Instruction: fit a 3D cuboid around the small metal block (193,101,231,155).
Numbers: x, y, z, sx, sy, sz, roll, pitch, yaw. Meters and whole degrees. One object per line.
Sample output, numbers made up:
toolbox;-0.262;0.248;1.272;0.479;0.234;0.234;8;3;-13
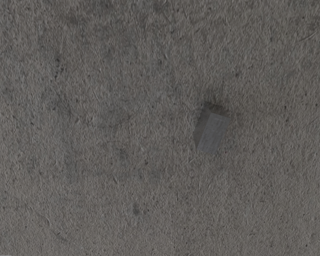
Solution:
small metal block;0.064;-0.001;0.396;0.025;0.050;0.050;17;109;-6
